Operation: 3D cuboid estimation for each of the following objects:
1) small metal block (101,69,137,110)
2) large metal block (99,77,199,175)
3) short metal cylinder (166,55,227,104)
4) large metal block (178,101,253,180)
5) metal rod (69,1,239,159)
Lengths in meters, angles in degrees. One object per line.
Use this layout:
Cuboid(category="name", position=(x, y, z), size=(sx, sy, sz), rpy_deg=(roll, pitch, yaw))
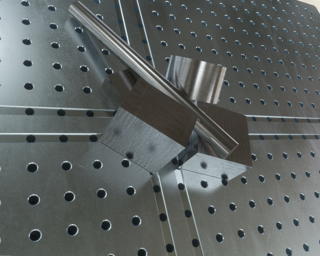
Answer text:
Cuboid(category="small metal block", position=(-0.042, -0.051, 0.418), size=(0.050, 0.025, 0.050), rpy_deg=(-27, 77, -37))
Cuboid(category="large metal block", position=(-0.015, 0.001, 0.365), size=(0.080, 0.080, 0.050), rpy_deg=(32, 51, -8))
Cuboid(category="short metal cylinder", position=(0.048, -0.068, 0.433), size=(0.081, 0.080, 0.050), rpy_deg=(8, 102, -24))
Cuboid(category="large metal block", position=(0.073, 0.018, 0.422), size=(0.081, 0.050, 0.080), rpy_deg=(16, 55, -19))
Cuboid(category="metal rod", position=(-0.019, -0.073, 0.405), size=(0.300, 0.025, 0.025), rpy_deg=(44, 50, 17))
